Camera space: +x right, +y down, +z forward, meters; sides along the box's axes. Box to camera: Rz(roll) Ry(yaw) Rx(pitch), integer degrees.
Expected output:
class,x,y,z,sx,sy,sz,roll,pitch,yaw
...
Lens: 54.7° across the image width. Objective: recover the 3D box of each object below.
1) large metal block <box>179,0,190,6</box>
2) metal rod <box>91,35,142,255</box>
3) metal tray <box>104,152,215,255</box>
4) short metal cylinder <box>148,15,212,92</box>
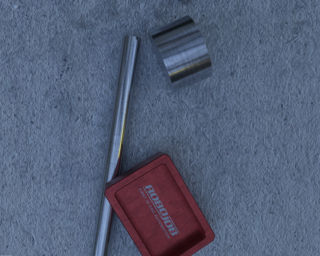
class,x,y,z,sx,sy,sz,roll,pitch,yaw
large metal block,0.026,-0.222,0.398,0.080,0.050,0.080,36,90,0
metal rod,-0.058,0.029,0.409,0.025,0.025,0.298,8,90,0
metal tray,0.000,0.107,0.393,0.090,0.030,0.130,-31,97,-9
short metal cylinder,0.024,-0.090,0.383,0.050,0.080,0.080,-24,90,0
